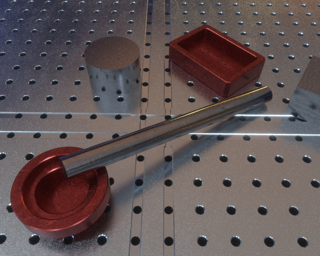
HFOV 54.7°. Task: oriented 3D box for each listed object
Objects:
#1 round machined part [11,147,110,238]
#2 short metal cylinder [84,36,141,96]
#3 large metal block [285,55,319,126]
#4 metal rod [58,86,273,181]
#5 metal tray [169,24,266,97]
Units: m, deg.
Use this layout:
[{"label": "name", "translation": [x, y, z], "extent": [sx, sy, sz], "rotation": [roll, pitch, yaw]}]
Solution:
[{"label": "round machined part", "translation": [-0.103, 0.071, 0.335], "extent": [0.099, 0.042, 0.098], "rotation": [0, 50, 0]}, {"label": "short metal cylinder", "translation": [-0.070, -0.095, 0.470], "extent": [0.081, 0.050, 0.080], "rotation": [0, 50, 0]}, {"label": "large metal block", "translation": [0.235, -0.048, 0.435], "extent": [0.080, 0.050, 0.080], "rotation": [26, 55, 20]}, {"label": "metal rod", "translation": [0.029, -0.004, 0.380], "extent": [0.302, 0.025, 0.025], "rotation": [-20, 52, -28]}, {"label": "metal tray", "translation": [0.089, -0.113, 0.500], "extent": [0.091, 0.030, 0.130], "rotation": [-34, 58, -25]}]
